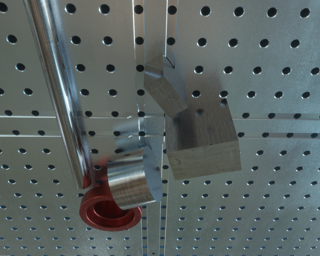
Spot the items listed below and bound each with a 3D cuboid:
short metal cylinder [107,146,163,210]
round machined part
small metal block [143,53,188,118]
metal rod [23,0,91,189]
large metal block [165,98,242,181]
[{"bbox_3d":[-0.033,0.070,0.435,0.050,0.080,0.080,-15,129,12],"label":"short metal cylinder"},{"bbox_3d":[-0.078,0.124,0.505,0.099,0.042,0.097,-1,130,0],"label":"round machined part"},{"bbox_3d":[0.007,-0.049,0.354,0.025,0.050,0.050,-28,125,21],"label":"small metal block"},{"bbox_3d":[-0.120,-0.028,0.386,0.025,0.025,0.298,0,130,0],"label":"metal rod"},{"bbox_3d":[0.052,0.013,0.388,0.080,0.080,0.050,-10,130,8],"label":"large metal block"}]
